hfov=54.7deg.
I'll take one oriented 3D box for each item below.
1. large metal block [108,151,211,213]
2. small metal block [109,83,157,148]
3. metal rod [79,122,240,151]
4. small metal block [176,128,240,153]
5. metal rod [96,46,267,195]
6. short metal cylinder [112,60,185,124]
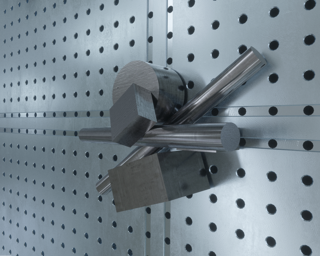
[{"bbox_3d":[-0.001,0.061,0.368,0.080,0.081,0.050,-23,76,38],"label":"large metal block"},{"bbox_3d":[-0.032,-0.014,0.355,0.050,0.025,0.050,-43,42,32],"label":"small metal block"},{"bbox_3d":[-0.030,0.010,0.383,0.299,0.025,0.025,-1,89,53],"label":"metal rod"},{"bbox_3d":[0.054,0.012,0.344,0.050,0.050,0.025,0,90,41],"label":"small metal block"},{"bbox_3d":[0.007,0.008,0.400,0.299,0.025,0.025,-41,65,32],"label":"metal rod"},{"bbox_3d":[-0.016,-0.043,0.401,0.080,0.050,0.080,-1,89,40],"label":"short metal cylinder"}]
